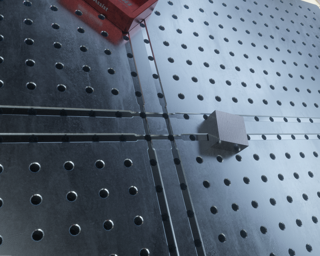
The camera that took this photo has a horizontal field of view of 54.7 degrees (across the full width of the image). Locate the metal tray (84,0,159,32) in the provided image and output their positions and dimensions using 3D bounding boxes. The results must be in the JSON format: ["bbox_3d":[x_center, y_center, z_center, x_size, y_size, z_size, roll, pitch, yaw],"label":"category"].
[{"bbox_3d":[-0.077,-0.222,0.498,0.130,0.030,0.090,38,51,-3],"label":"metal tray"}]

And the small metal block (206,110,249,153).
[{"bbox_3d":[0.099,0.005,0.458,0.050,0.025,0.050,12,57,-22],"label":"small metal block"}]
